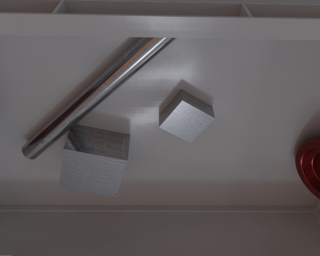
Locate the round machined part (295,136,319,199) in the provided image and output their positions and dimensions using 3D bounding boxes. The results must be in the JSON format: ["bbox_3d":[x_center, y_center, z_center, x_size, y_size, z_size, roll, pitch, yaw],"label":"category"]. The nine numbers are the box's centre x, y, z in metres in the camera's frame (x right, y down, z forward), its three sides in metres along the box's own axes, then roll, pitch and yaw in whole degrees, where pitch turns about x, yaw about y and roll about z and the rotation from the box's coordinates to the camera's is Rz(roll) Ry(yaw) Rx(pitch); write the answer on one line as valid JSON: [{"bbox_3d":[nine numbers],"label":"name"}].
[{"bbox_3d":[0.239,0.055,0.421,0.042,0.098,0.097,-24,133,-20],"label":"round machined part"}]

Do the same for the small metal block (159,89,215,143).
[{"bbox_3d":[0.034,-0.014,0.397,0.050,0.025,0.050,27,125,-21],"label":"small metal block"}]

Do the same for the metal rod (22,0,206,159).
[{"bbox_3d":[-0.072,-0.045,0.369,0.299,0.025,0.025,-35,122,26],"label":"metal rod"}]

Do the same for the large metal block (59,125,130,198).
[{"bbox_3d":[-0.091,0.047,0.431,0.081,0.050,0.079,12,129,-11],"label":"large metal block"}]
